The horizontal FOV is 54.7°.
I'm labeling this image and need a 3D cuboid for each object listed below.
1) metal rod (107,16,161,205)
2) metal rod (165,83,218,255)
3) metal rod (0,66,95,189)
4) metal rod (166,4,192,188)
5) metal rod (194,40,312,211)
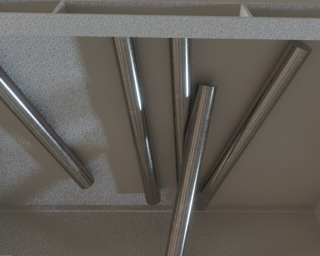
[{"bbox_3d":[-0.026,0.004,0.411,0.025,0.025,0.298,-5,130,3],"label":"metal rod"},{"bbox_3d":[0.033,0.091,0.406,0.025,0.025,0.298,7,105,-7],"label":"metal rod"},{"bbox_3d":[-0.169,-0.020,0.389,0.025,0.025,0.299,-18,128,14],"label":"metal rod"},{"bbox_3d":[0.029,-0.006,0.404,0.025,0.025,0.298,-3,130,2],"label":"metal rod"},{"bbox_3d":[0.109,0.019,0.427,0.025,0.025,0.298,13,129,-11],"label":"metal rod"}]
